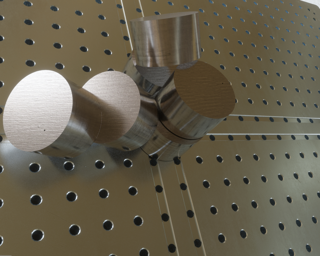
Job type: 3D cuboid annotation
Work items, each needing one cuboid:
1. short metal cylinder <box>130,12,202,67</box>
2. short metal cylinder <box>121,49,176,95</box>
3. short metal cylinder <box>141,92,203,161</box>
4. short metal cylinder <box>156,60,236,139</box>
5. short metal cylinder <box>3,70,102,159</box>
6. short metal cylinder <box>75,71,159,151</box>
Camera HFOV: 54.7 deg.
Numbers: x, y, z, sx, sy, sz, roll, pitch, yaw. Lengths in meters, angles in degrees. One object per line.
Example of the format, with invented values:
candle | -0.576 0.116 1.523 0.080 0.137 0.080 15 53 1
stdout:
short metal cylinder | 0.008 -0.107 0.369 0.081 0.080 0.050 -27 120 -37
short metal cylinder | -0.010 -0.075 0.432 0.081 0.050 0.080 13 56 -21
short metal cylinder | 0.013 -0.004 0.400 0.081 0.050 0.080 14 56 -21
short metal cylinder | 0.041 -0.033 0.368 0.081 0.050 0.080 13 56 -21
short metal cylinder | -0.107 -0.012 0.314 0.050 0.080 0.080 34 33 -65
short metal cylinder | -0.048 -0.017 0.348 0.050 0.080 0.080 33 34 -65
